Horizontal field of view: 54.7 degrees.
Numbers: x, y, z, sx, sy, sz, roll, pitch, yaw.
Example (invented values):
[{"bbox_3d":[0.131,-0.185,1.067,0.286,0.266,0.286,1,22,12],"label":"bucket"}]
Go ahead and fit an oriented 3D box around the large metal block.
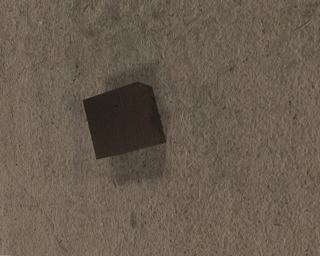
[{"bbox_3d":[-0.046,-0.008,0.411,0.080,0.050,0.080,-16,85,19],"label":"large metal block"}]
